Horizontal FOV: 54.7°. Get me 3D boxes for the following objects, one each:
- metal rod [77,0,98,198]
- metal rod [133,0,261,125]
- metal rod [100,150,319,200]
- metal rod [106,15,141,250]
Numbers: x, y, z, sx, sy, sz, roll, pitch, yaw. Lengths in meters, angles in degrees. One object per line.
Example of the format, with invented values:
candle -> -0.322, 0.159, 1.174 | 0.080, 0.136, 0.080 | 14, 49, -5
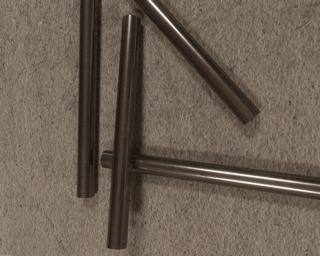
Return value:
metal rod -> -0.104, -0.051, 0.444 | 0.025, 0.025, 0.298 | 1, 90, 19
metal rod -> 0.019, -0.125, 0.401 | 0.025, 0.025, 0.300 | -42, 77, 15
metal rod -> 0.065, 0.057, 0.385 | 0.301, 0.025, 0.025 | 5, 92, 19
metal rod -> -0.046, 0.000, 0.403 | 0.025, 0.025, 0.298 | 0, 82, 19
